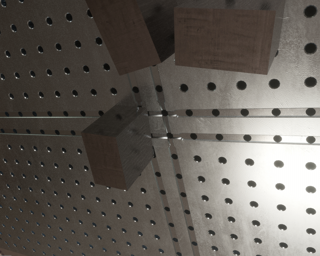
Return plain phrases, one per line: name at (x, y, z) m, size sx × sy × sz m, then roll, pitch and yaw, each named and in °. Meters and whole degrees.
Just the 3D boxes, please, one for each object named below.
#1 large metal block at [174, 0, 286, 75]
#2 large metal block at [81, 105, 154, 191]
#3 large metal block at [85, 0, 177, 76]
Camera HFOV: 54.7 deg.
large metal block at (0.066, -0.090, 0.285) m, size 0.080 × 0.080 × 0.050 m, roll 11°, pitch 123°, yaw 22°
large metal block at (-0.052, 0.023, 0.416) m, size 0.050 × 0.080 × 0.079 m, roll 7°, pitch 121°, yaw 24°
large metal block at (-0.018, -0.110, 0.316) m, size 0.050 × 0.080 × 0.080 m, roll -10°, pitch 113°, yaw 32°
